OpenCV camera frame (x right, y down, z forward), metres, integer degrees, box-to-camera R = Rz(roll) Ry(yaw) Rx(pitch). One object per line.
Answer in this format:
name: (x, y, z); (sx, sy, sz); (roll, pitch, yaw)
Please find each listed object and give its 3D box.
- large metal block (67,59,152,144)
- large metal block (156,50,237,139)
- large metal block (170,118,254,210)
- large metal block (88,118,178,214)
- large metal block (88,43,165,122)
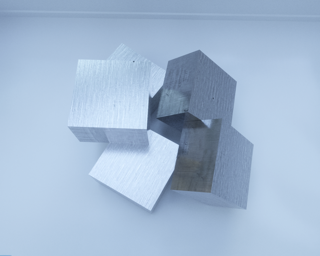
large metal block: (-0.051, -0.028, 0.350); (0.081, 0.050, 0.080); (2, 69, 1)
large metal block: (0.048, -0.036, 0.386); (0.080, 0.050, 0.080); (28, 64, -38)
large metal block: (0.063, 0.043, 0.357); (0.050, 0.080, 0.080); (-5, 64, 40)
large metal block: (-0.025, 0.046, 0.374); (0.080, 0.050, 0.080); (28, 72, 9)
large metal block: (-0.042, -0.052, 0.414); (0.080, 0.050, 0.080); (34, 73, 11)
